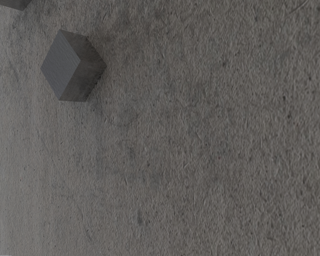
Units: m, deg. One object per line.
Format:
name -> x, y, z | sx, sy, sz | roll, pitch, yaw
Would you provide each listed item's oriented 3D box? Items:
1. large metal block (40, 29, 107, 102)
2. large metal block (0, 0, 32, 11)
large metal block -> -0.143, -0.100, 0.507 | 0.080, 0.050, 0.080 | -51, 60, 27
large metal block -> -0.298, -0.287, 0.616 | 0.080, 0.081, 0.050 | -24, 75, 37
